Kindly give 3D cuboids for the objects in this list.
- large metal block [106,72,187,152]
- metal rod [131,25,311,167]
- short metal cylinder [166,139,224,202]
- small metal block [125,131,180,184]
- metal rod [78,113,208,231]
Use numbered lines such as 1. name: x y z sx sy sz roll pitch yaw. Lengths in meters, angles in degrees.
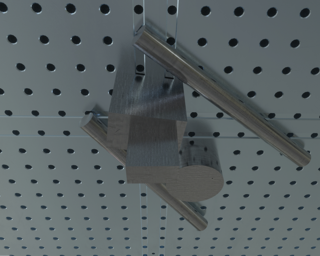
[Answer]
1. large metal block: -0.016 -0.018 0.360 0.081 0.080 0.050 7 130 -6
2. metal rod: 0.093 -0.026 0.390 0.301 0.025 0.025 32 123 -25
3. short metal cylinder: 0.048 0.063 0.450 0.081 0.050 0.079 0 130 0
4. small metal block: -0.007 0.029 0.315 0.050 0.050 0.025 0 130 0
5. metal rod: -0.010 0.082 0.481 0.025 0.025 0.300 -28 125 21
